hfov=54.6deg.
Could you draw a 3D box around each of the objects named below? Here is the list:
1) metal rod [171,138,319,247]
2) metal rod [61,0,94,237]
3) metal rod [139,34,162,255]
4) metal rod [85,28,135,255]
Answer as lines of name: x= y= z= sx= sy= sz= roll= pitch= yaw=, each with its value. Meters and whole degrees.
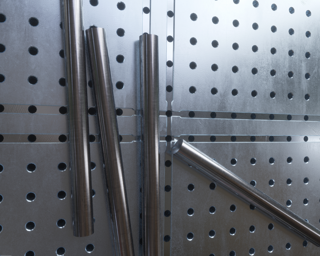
metal rod: x=0.143 y=0.104 z=0.465 sx=0.301 sy=0.025 sz=0.025 roll=33 pitch=79 yaw=-17
metal rod: x=-0.100 y=-0.021 z=0.375 sx=0.025 sy=0.025 sz=0.298 roll=-3 pitch=91 yaw=-20
metal rod: x=-0.012 y=0.030 z=0.407 sx=0.025 sy=0.025 sz=0.298 roll=-1 pitch=90 yaw=-20
metal rod: x=-0.061 y=0.028 z=0.389 sx=0.025 sy=0.025 sz=0.298 roll=-8 pitch=93 yaw=-20
